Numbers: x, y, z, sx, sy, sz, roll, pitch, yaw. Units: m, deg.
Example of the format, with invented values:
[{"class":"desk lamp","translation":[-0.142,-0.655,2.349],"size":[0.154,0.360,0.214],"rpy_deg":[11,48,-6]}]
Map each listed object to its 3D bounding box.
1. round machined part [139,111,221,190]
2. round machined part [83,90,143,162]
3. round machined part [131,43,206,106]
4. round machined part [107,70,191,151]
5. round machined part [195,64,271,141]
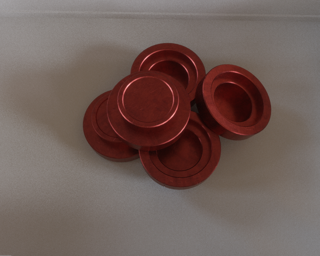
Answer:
[{"class":"round machined part","translation":[0.024,0.029,0.388],"size":[0.099,0.042,0.098],"rpy_deg":[0,70,-1]},{"class":"round machined part","translation":[-0.050,-0.008,0.399],"size":[0.099,0.042,0.098],"rpy_deg":[0,70,-1]},{"class":"round machined part","translation":[0.011,-0.063,0.422],"size":[0.099,0.042,0.098],"rpy_deg":[0,70,-1]},{"class":"round machined part","translation":[-0.013,-0.026,0.362],"size":[0.099,0.042,0.098],"rpy_deg":[0,70,-1]},{"class":"round machined part","translation":[0.089,-0.030,0.399],"size":[0.099,0.042,0.098],"rpy_deg":[8,66,-19]}]
